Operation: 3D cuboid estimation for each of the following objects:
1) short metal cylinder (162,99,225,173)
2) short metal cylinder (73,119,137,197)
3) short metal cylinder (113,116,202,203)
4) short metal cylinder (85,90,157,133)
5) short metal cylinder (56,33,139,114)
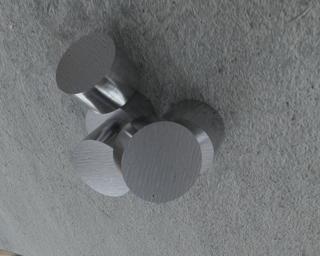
[{"bbox_3d":[0.034,0.011,0.379,0.080,0.050,0.079,13,124,20],"label":"short metal cylinder"},{"bbox_3d":[-0.058,0.036,0.378,0.080,0.050,0.079,13,124,20],"label":"short metal cylinder"},{"bbox_3d":[-0.004,0.030,0.318,0.080,0.080,0.050,61,169,-16],"label":"short metal cylinder"},{"bbox_3d":[-0.051,-0.007,0.412,0.080,0.050,0.079,13,124,20],"label":"short metal cylinder"},{"bbox_3d":[-0.073,-0.063,0.362,0.080,0.080,0.050,0,157,28],"label":"short metal cylinder"}]
